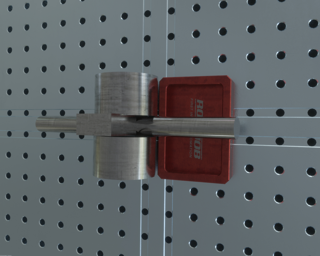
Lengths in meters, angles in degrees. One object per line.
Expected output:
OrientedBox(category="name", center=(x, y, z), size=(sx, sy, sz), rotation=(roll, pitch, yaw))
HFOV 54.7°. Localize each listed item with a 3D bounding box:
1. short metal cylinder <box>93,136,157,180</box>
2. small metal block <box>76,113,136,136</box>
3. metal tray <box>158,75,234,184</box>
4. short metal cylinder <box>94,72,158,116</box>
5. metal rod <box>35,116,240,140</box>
OrientedBox(category="short metal cylinder", center=(-0.045, 0.035, 0.399), size=(0.080, 0.080, 0.050), rotation=(2, 91, 20))
OrientedBox(category="small metal block", center=(-0.063, -0.004, 0.371), size=(0.050, 0.050, 0.025), rotation=(1, 91, 28))
OrientedBox(category="metal tray", center=(0.045, 0.001, 0.394), size=(0.090, 0.030, 0.129), rotation=(1, 90, 19))
OrientedBox(category="short metal cylinder", center=(-0.043, -0.040, 0.397), size=(0.080, 0.080, 0.050), rotation=(1, 91, 20))
OrientedBox(category="metal rod", center=(-0.049, -0.003, 0.405), size=(0.300, 0.025, 0.025), rotation=(1, 91, 28))
